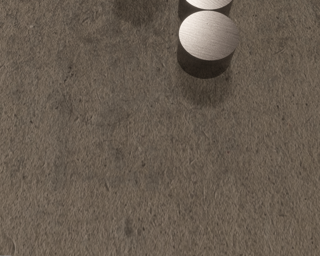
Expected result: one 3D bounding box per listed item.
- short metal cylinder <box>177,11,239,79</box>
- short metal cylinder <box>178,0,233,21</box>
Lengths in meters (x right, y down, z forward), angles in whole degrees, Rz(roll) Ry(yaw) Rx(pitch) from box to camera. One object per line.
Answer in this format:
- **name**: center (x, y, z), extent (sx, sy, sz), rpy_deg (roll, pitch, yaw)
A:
- **short metal cylinder**: center (0.066, -0.117, 0.438), extent (0.081, 0.050, 0.080), rpy_deg (0, 70, 0)
- **short metal cylinder**: center (0.069, -0.193, 0.466), extent (0.081, 0.050, 0.080), rpy_deg (0, 70, 0)
